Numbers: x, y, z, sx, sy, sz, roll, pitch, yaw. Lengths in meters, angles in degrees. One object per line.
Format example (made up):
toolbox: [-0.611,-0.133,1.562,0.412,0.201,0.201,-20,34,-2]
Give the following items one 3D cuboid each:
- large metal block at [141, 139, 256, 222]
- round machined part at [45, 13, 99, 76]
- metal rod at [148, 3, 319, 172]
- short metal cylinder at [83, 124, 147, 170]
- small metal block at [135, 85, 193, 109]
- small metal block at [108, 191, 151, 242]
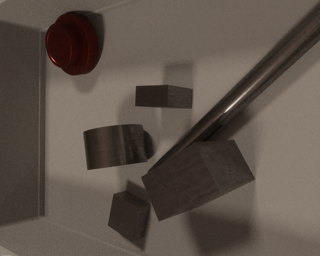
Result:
large metal block: [0.042,0.055,0.335,0.080,0.081,0.050,-37,68,33]
round machined part: [-0.147,-0.133,0.500,0.098,0.042,0.097,14,112,36]
metal rod: [0.083,-0.030,0.336,0.299,0.025,0.025,-47,63,29]
short metal cylinder: [-0.060,0.026,0.418,0.080,0.081,0.050,-13,82,39]
small metal block: [0.005,-0.038,0.384,0.050,0.050,0.025,4,93,39]
small metal block: [-0.044,0.124,0.441,0.050,0.025,0.050,19,102,38]
